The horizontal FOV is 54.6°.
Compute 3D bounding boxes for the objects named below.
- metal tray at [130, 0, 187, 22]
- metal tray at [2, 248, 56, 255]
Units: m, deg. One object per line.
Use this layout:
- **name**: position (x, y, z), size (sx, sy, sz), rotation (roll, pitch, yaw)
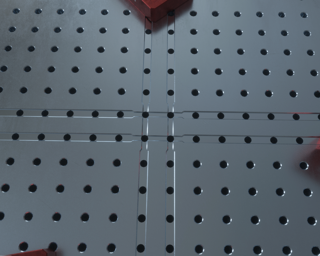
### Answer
- **metal tray**: position (-0.018, -0.242, 0.497), size (0.090, 0.030, 0.130), rotation (-38, 74, -13)
- **metal tray**: position (-0.159, 0.205, 0.333), size (0.091, 0.030, 0.130), rotation (-9, 70, -3)
